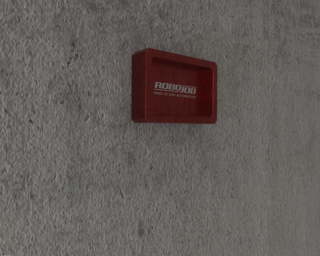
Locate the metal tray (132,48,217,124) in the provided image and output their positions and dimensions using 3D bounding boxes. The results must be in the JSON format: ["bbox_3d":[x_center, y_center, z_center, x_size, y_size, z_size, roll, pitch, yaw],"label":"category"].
[{"bbox_3d":[0.024,-0.051,0.419,0.131,0.030,0.090,1,90,-40],"label":"metal tray"}]
